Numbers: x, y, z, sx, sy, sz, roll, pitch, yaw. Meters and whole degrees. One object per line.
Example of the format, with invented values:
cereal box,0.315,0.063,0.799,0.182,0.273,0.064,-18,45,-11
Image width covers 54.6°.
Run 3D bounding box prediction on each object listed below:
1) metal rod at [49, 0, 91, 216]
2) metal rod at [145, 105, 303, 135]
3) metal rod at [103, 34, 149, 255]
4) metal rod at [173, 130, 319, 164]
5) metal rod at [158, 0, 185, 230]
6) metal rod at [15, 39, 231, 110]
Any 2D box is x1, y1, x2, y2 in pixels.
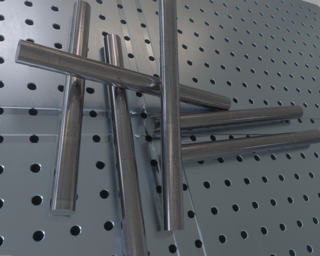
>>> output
metal rod,-0.105,-0.047,0.379,0.025,0.025,0.299,10,57,-23
metal rod,0.116,-0.016,0.479,0.302,0.025,0.025,-6,65,-31
metal rod,-0.046,0.005,0.379,0.025,0.025,0.299,4,60,-26
metal rod,0.143,0.025,0.468,0.302,0.025,0.025,-4,64,-30
metal rod,0.012,-0.030,0.386,0.025,0.025,0.299,6,73,-25
metal rod,-0.022,-0.058,0.402,0.302,0.025,0.025,10,57,-33
